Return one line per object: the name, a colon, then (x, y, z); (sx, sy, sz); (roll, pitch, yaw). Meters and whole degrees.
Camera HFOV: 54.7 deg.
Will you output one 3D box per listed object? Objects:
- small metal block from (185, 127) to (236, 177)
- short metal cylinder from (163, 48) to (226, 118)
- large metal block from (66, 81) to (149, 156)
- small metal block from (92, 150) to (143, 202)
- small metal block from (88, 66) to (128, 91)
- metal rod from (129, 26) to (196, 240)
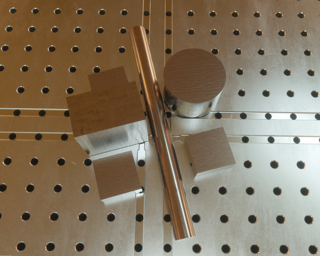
small metal block: (0.064, 0.031, 0.401); (0.050, 0.025, 0.050); (-14, 71, -6)
short metal cylinder: (0.044, -0.060, 0.420); (0.081, 0.050, 0.080); (0, 70, 0)
large metal block: (-0.061, -0.009, 0.383); (0.081, 0.080, 0.050); (-15, 71, -6)
small metal block: (-0.053, 0.061, 0.389); (0.050, 0.025, 0.050); (-15, 71, -6)
small metal block: (-0.068, -0.053, 0.430); (0.050, 0.025, 0.050); (-16, 71, -6)
metal rod: (-0.002, -0.008, 0.414); (0.025, 0.025, 0.299); (-12, 70, -5)
